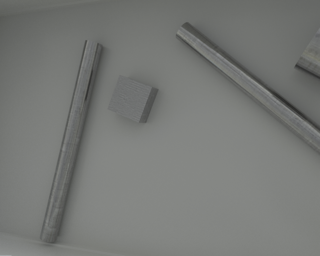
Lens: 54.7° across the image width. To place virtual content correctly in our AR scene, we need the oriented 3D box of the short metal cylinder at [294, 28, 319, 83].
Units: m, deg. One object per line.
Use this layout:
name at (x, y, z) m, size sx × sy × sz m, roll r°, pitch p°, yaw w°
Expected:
short metal cylinder at (0.184, -0.084, 0.317) m, size 0.050 × 0.080 × 0.080 m, roll 35°, pitch 101°, yaw 16°

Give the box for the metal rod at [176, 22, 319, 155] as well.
metal rod at (0.136, -0.027, 0.362) m, size 0.300 × 0.025 × 0.025 m, roll 43°, pitch 103°, yaw 14°

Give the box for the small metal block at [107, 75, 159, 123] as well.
small metal block at (-0.037, -0.039, 0.422) m, size 0.050 × 0.025 × 0.050 m, roll 23°, pitch 97°, yaw 18°

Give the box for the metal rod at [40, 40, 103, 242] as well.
metal rod at (-0.131, 0.022, 0.455) m, size 0.025 × 0.025 × 0.298 m, roll 16°, pitch 95°, yaw 19°
